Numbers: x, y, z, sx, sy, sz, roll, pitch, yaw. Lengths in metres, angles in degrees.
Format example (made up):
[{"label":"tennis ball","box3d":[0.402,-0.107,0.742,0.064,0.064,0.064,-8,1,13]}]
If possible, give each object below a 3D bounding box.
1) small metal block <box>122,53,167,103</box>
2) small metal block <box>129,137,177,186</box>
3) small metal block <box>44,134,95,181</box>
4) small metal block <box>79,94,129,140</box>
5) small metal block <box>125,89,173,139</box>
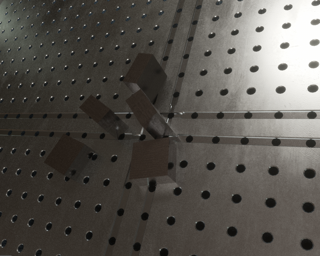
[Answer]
[{"label":"small metal block","box3d":[-0.020,-0.071,0.445,0.025,0.050,0.050,15,69,34]},{"label":"small metal block","box3d":[-0.008,0.042,0.385,0.050,0.025,0.050,-10,57,22]},{"label":"small metal block","box3d":[-0.131,0.042,0.449,0.050,0.025,0.050,21,72,35]},{"label":"small metal block","box3d":[-0.079,-0.015,0.441,0.025,0.050,0.050,-50,52,-6]},{"label":"small metal block","box3d":[-0.014,-0.016,0.408,0.025,0.050,0.050,-37,51,3]}]
